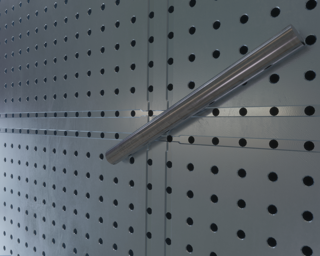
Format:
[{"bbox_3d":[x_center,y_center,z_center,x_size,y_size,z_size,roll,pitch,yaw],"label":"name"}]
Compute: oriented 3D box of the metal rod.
[{"bbox_3d":[0.030,-0.023,0.385,0.299,0.025,0.025,-33,70,35],"label":"metal rod"}]
